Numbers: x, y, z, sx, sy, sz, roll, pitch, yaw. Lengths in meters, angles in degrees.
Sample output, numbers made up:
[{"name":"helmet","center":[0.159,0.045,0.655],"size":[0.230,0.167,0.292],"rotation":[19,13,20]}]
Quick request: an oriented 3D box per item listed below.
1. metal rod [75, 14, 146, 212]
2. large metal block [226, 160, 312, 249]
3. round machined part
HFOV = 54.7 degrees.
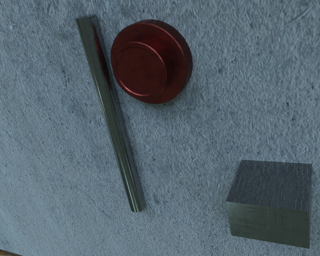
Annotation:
[{"name":"metal rod","center":[-0.062,-0.002,0.436],"size":[0.025,0.025,0.298],"rotation":[3,120,26]},{"name":"large metal block","center":[0.128,0.082,0.354],"size":[0.080,0.080,0.050],"rotation":[1,119,27]},{"name":"round machined part","center":[-0.015,-0.072,0.358],"size":[0.098,0.042,0.097],"rotation":[13,124,20]}]
